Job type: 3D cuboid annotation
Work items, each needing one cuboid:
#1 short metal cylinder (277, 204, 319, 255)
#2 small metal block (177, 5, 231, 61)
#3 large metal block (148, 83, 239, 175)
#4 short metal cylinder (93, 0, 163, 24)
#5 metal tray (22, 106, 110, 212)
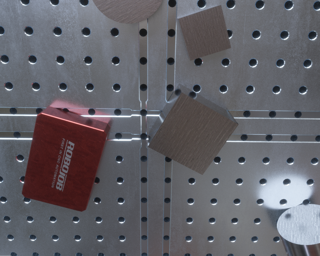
[{"bbox_3d":[0.216,0.155,0.443,0.080,0.080,0.050,-22,109,8],"label":"short metal cylinder"},{"bbox_3d":[0.053,-0.114,0.372,0.050,0.025,0.050,-17,109,6],"label":"small metal block"},{"bbox_3d":[0.040,0.001,0.401,0.080,0.050,0.080,28,108,-10],"label":"large metal block"},{"bbox_3d":[-0.034,-0.158,0.342,0.081,0.050,0.079,0,110,0],"label":"short metal cylinder"},{"bbox_3d":[-0.130,0.045,0.426,0.091,0.030,0.129,17,109,-6],"label":"metal tray"}]
